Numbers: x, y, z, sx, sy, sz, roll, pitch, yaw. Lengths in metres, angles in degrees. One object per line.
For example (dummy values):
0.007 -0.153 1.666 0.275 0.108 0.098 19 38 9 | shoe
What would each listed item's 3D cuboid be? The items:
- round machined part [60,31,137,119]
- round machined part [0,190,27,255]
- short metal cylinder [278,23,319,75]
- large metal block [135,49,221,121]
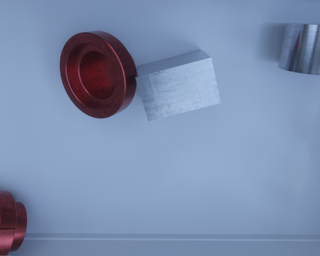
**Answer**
-0.067 -0.063 0.363 0.098 0.042 0.097 13 117 29 | round machined part
-0.220 0.137 0.430 0.042 0.098 0.098 17 114 -45 | round machined part
0.180 -0.091 0.351 0.081 0.080 0.050 2 110 -1 | short metal cylinder
0.020 -0.053 0.363 0.080 0.080 0.050 -14 110 5 | large metal block
